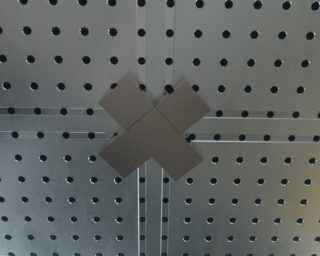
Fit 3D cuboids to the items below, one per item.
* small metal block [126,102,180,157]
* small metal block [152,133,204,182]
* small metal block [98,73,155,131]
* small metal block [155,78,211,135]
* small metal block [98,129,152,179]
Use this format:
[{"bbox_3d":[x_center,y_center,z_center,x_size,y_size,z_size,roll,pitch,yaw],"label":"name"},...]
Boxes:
[{"bbox_3d":[-0.009,0.002,0.413,0.050,0.025,0.050,-39,106,13],"label":"small metal block"},{"bbox_3d":[0.024,0.037,0.427,0.050,0.025,0.050,-39,106,13],"label":"small metal block"},{"bbox_3d":[-0.042,-0.034,0.400,0.050,0.025,0.050,-39,106,13],"label":"small metal block"},{"bbox_3d":[0.030,-0.029,0.403,0.050,0.025,0.050,-39,106,13],"label":"small metal block"},{"bbox_3d":[-0.047,0.033,0.425,0.050,0.025,0.050,-39,106,13],"label":"small metal block"}]
